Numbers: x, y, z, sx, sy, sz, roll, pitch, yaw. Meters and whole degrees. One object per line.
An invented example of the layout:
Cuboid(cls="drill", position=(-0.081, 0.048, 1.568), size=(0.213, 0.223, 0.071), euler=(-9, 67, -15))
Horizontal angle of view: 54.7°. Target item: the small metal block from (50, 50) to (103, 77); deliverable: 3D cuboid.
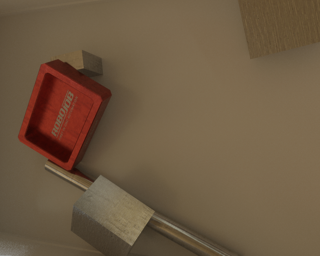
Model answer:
Cuboid(cls="small metal block", position=(-0.116, -0.087, 0.437), size=(0.050, 0.050, 0.025), euler=(-7, 87, 19))

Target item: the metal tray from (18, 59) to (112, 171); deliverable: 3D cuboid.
Cuboid(cls="metal tray", position=(-0.132, -0.015, 0.423), size=(0.090, 0.030, 0.129), euler=(31, 117, 2))

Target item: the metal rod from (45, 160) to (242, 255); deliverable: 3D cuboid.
Cuboid(cls="metal rod", position=(-0.033, 0.111, 0.421), size=(0.301, 0.025, 0.025), euler=(24, 98, 18))

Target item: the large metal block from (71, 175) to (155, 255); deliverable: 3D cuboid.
Cuboid(cls="large metal block", position=(-0.062, 0.118, 0.389), size=(0.080, 0.050, 0.079), euler=(32, 139, 9))

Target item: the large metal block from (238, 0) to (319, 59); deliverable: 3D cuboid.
Cuboid(cls="large metal block", position=(0.132, -0.127, 0.339), size=(0.080, 0.050, 0.080), euler=(-11, 104, 19))
